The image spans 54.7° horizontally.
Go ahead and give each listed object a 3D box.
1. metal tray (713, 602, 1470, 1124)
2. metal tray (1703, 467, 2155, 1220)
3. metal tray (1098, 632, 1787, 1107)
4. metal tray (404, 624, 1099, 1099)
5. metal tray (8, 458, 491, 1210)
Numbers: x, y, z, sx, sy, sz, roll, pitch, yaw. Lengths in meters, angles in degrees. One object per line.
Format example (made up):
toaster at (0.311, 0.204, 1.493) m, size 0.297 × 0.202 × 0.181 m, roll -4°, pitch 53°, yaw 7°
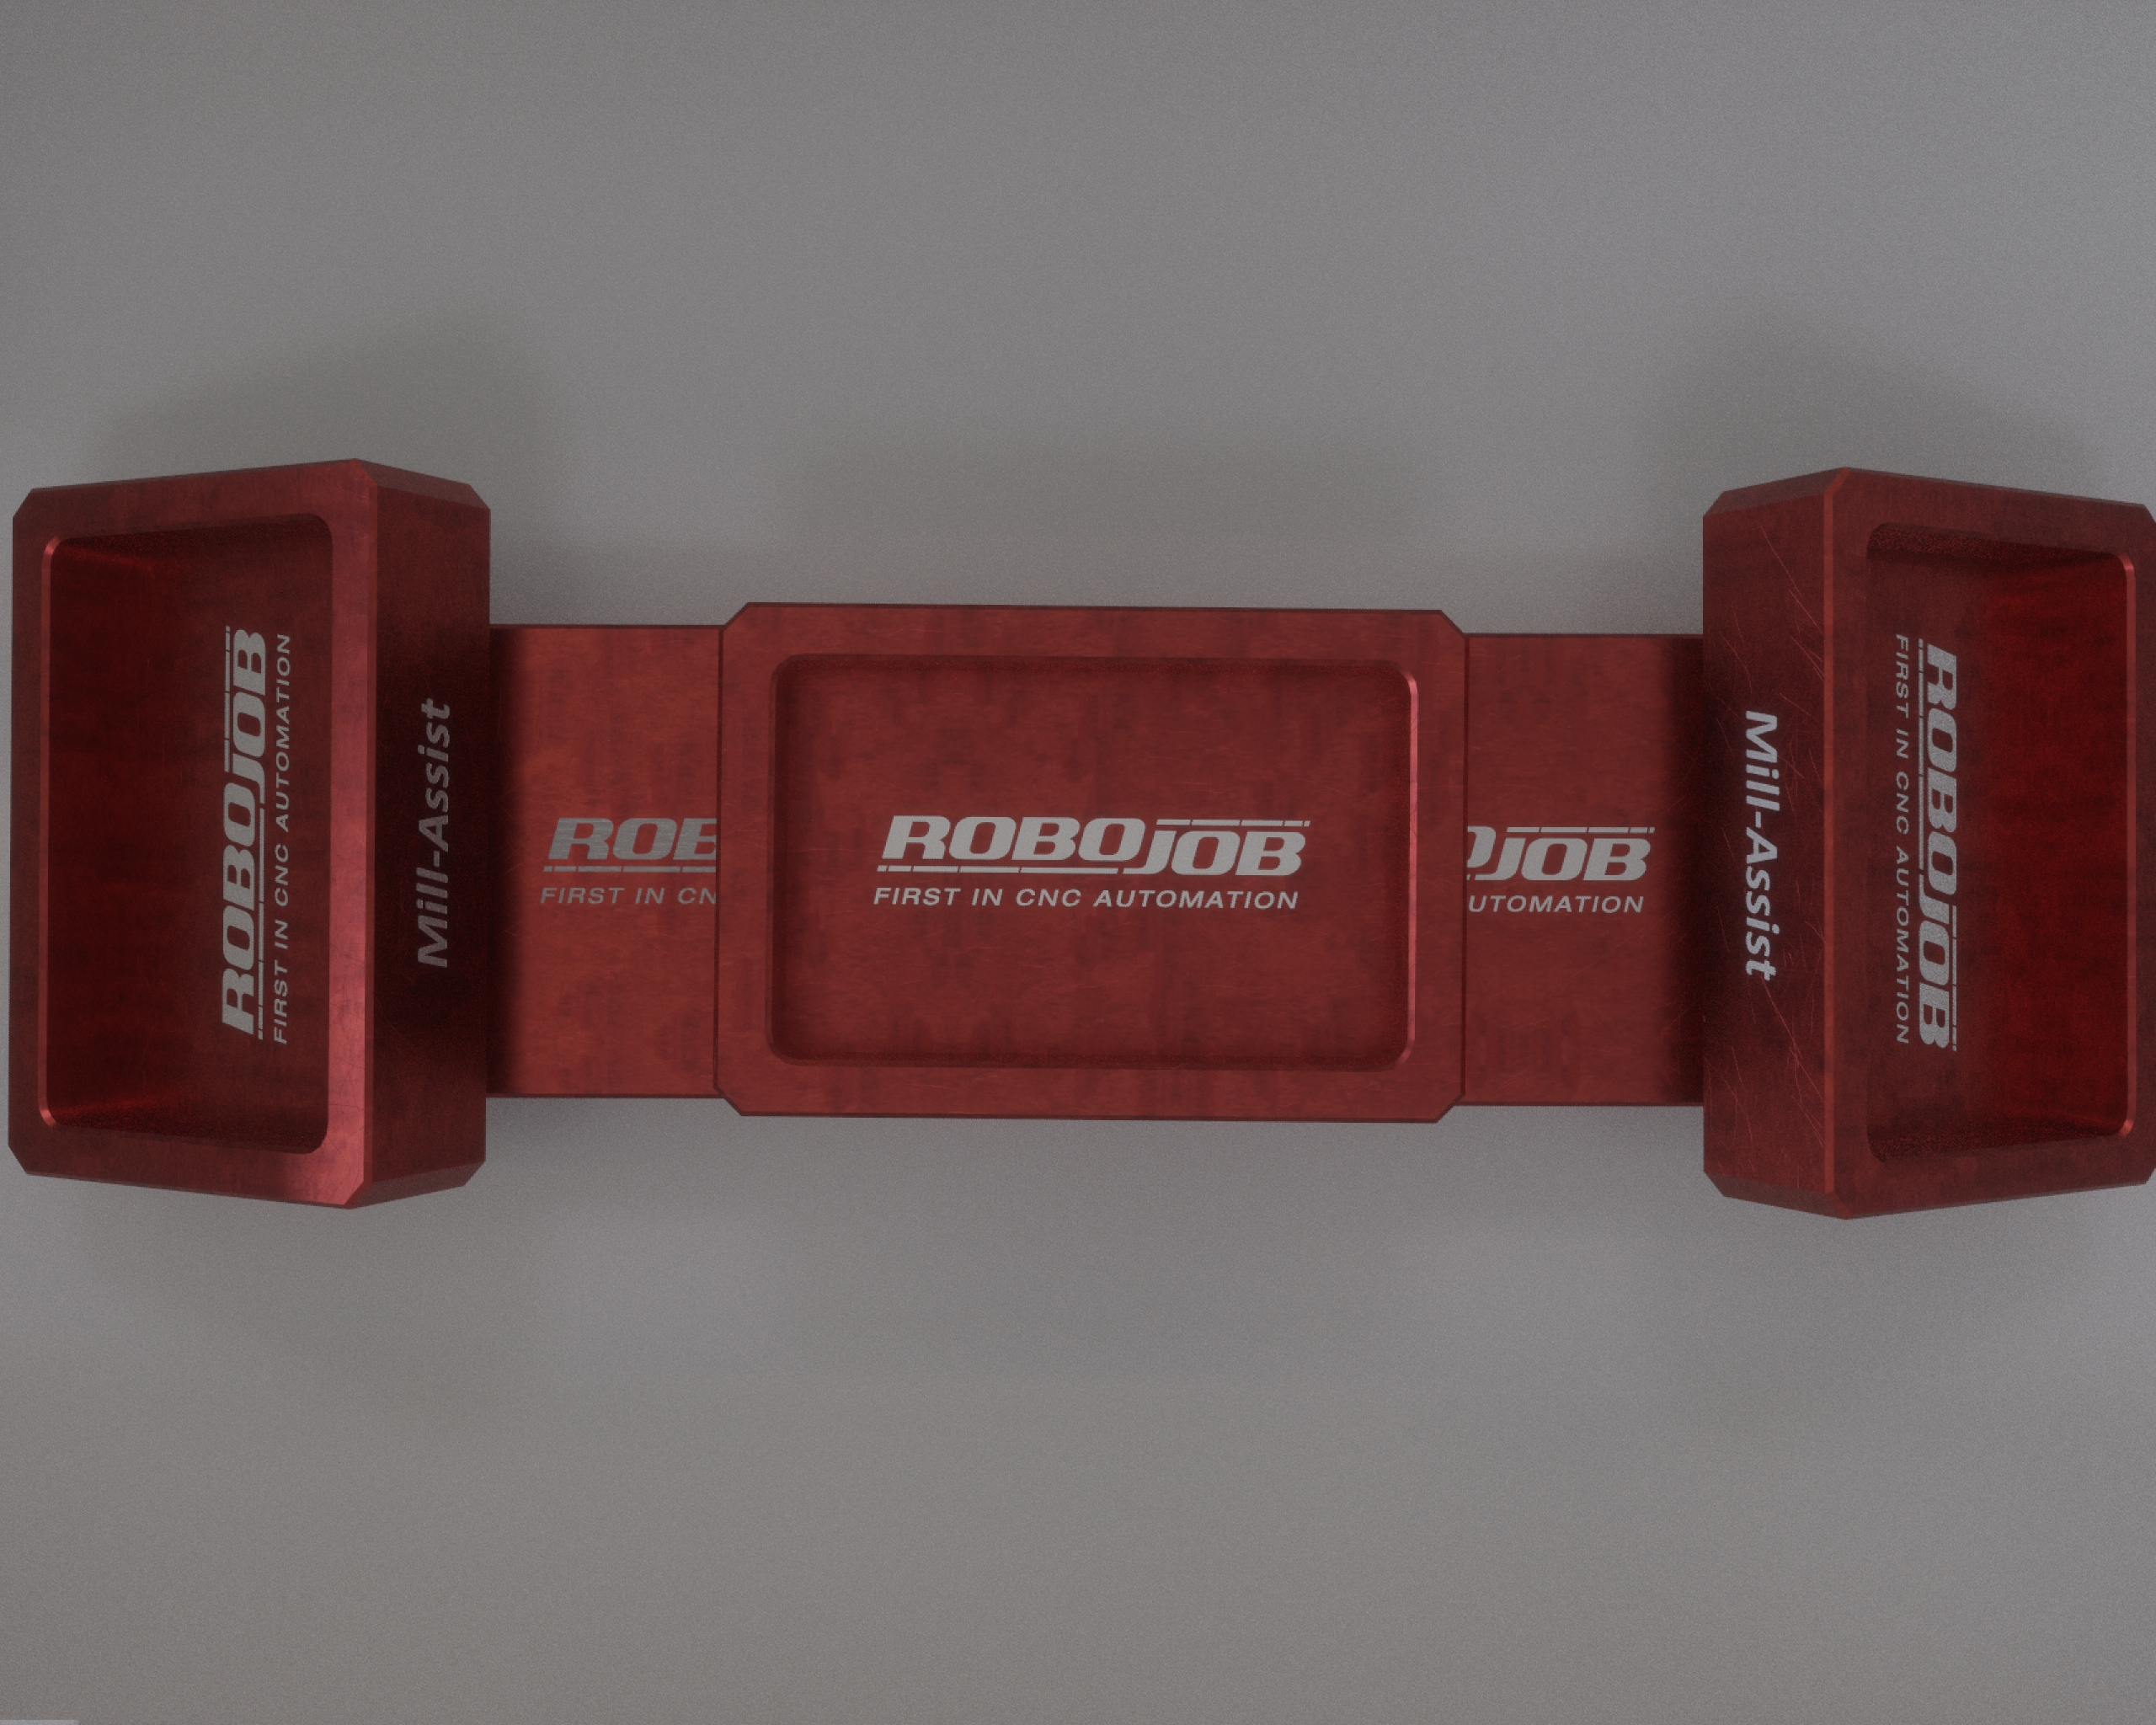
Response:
metal tray at (0.003, 0.000, 0.377) m, size 0.131 × 0.030 × 0.089 m, roll 1°, pitch 89°, yaw 0°
metal tray at (0.160, -0.003, 0.389) m, size 0.091 × 0.030 × 0.129 m, roll 0°, pitch 90°, yaw -28°
metal tray at (0.069, 0.001, 0.408) m, size 0.131 × 0.030 × 0.089 m, roll 0°, pitch 90°, yaw 0°
metal tray at (-0.062, 0.000, 0.408) m, size 0.131 × 0.030 × 0.089 m, roll 0°, pitch 90°, yaw 0°
metal tray at (-0.155, -0.005, 0.388) m, size 0.090 × 0.030 × 0.129 m, roll 1°, pitch 90°, yaw 25°
